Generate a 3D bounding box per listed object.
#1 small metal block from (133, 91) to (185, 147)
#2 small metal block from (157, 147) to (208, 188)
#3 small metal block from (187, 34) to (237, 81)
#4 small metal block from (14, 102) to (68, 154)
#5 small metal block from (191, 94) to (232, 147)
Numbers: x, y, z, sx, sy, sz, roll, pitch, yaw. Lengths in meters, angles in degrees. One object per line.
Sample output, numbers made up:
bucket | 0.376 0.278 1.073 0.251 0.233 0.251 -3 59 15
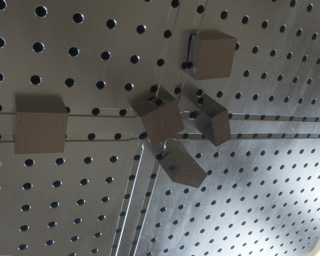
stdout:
small metal block | 0.000 -0.012 0.403 0.050 0.025 0.050 -28 128 -10
small metal block | 0.032 0.057 0.447 0.050 0.050 0.025 21 107 -36
small metal block | 0.065 -0.090 0.390 0.050 0.025 0.050 -10 123 -23
small metal block | -0.131 0.000 0.339 0.050 0.025 0.050 0 118 -29
small metal block | 0.071 -0.011 0.426 0.025 0.050 0.050 -26 128 -12
